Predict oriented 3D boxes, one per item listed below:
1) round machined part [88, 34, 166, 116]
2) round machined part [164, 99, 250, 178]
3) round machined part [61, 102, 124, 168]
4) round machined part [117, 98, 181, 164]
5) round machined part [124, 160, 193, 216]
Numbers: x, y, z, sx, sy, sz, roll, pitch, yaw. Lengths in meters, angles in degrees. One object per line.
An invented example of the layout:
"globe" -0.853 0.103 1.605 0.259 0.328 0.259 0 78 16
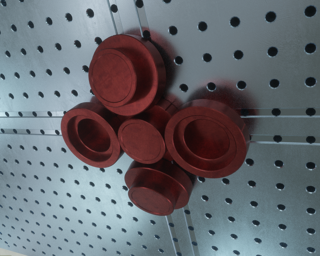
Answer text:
"round machined part" -0.046 -0.062 0.370 0.098 0.042 0.097 8 108 27
"round machined part" 0.059 0.009 0.374 0.098 0.042 0.097 13 124 20
"round machined part" -0.090 0.006 0.449 0.098 0.042 0.097 13 124 20
"round machined part" -0.016 0.009 0.411 0.098 0.042 0.097 13 124 20
"round machined part" -0.006 0.089 0.442 0.098 0.042 0.097 15 139 14
